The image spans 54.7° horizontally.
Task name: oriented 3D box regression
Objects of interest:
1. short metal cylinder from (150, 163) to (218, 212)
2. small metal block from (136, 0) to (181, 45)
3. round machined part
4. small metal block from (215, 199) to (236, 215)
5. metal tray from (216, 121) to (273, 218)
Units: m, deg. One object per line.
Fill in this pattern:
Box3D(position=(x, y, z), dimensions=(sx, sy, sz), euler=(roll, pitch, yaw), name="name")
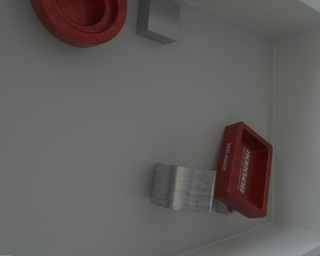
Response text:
Box3D(position=(0.031, 0.075, 0.399), dimensions=(0.081, 0.080, 0.050), euler=(13, 82, -40), name="short metal cylinder")
Box3D(position=(-0.002, -0.143, 0.407), dimensions=(0.050, 0.025, 0.050), euler=(9, 85, -40), name="small metal block")
Box3D(position=(-0.087, -0.133, 0.324), dimensions=(0.099, 0.042, 0.097), euler=(0, 90, -40), name="round machined part")
Box3D(position=(0.116, 0.110, 0.507), dimensions=(0.050, 0.025, 0.050), euler=(-5, 93, -40), name="small metal block")
Box3D(position=(0.136, 0.066, 0.493), dimensions=(0.090, 0.030, 0.130), euler=(34, 56, -26), name="metal tray")
